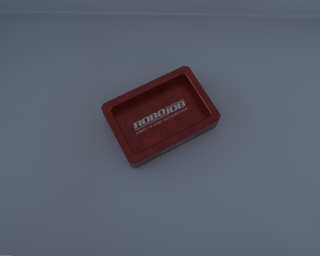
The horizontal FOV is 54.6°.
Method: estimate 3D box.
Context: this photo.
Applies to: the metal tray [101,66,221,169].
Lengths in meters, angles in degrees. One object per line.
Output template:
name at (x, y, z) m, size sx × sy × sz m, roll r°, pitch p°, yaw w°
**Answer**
metal tray at (0.001, -0.016, 0.410) m, size 0.131 × 0.030 × 0.090 m, roll -27°, pitch 73°, yaw -10°
